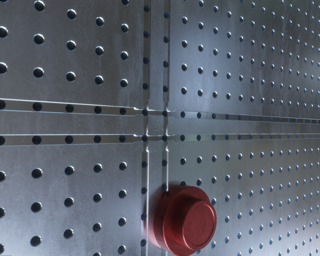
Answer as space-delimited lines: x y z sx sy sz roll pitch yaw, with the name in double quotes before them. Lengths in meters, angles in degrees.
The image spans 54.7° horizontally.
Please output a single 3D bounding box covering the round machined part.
"round machined part" 0.042 0.132 0.436 0.099 0.042 0.097 0 90 -40
